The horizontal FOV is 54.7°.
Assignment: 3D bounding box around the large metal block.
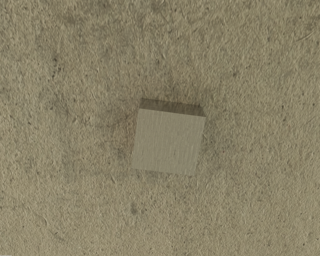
[{"bbox_3d":[0.009,0.010,0.402,0.081,0.050,0.079,7,110,-3],"label":"large metal block"}]
